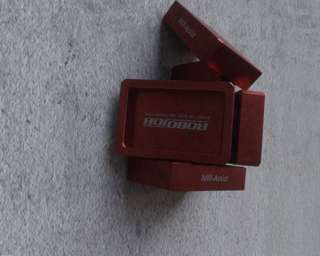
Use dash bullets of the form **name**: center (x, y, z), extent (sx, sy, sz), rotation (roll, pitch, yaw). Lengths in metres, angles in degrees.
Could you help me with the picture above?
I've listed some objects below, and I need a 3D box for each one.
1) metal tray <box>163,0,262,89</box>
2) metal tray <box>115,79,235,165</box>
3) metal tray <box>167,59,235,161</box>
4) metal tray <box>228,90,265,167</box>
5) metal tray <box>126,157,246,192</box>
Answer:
- **metal tray**: center (0.065, -0.109, 0.403), extent (0.090, 0.130, 0.030), rotation (22, 117, -38)
- **metal tray**: center (0.017, -0.008, 0.359), extent (0.030, 0.131, 0.089), rotation (21, 73, -76)
- **metal tray**: center (0.051, -0.021, 0.408), extent (0.030, 0.090, 0.129), rotation (10, 84, -40)
- **metal tray**: center (0.099, 0.003, 0.427), extent (0.030, 0.130, 0.089), rotation (6, 86, -7)
- **metal tray**: center (0.035, 0.058, 0.395), extent (0.131, 0.090, 0.030), rotation (9, 85, -40)
